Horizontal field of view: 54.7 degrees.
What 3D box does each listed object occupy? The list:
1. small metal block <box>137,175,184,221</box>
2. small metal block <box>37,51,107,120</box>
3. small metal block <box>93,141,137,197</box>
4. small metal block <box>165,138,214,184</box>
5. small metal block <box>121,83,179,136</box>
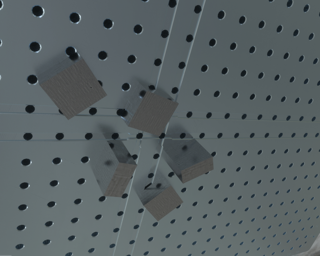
[{"bbox_3d":[0.001,0.110,0.482,0.050,0.025,0.050,-36,130,-5],"label":"small metal block"},{"bbox_3d":[-0.094,-0.045,0.333,0.050,0.025,0.050,-34,129,-6],"label":"small metal block"},{"bbox_3d":[-0.059,0.052,0.397,0.025,0.050,0.050,14,111,-35],"label":"small metal block"},{"bbox_3d":[0.042,0.047,0.449,0.050,0.050,0.025,-22,127,-16],"label":"small metal block"},{"bbox_3d":[-0.013,-0.022,0.392,0.050,0.025,0.050,19,108,-36],"label":"small metal block"}]
